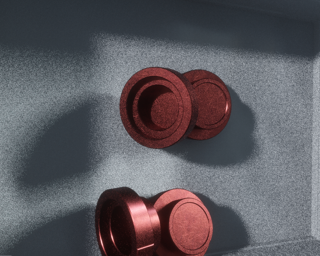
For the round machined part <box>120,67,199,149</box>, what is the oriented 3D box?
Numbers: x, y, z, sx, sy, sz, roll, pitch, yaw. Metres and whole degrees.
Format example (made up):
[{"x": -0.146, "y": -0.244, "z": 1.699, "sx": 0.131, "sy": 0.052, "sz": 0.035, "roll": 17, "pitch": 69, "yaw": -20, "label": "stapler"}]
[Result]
[{"x": 0.002, "y": -0.025, "z": 0.384, "sx": 0.042, "sy": 0.098, "sz": 0.097, "roll": -14, "pitch": 97, "yaw": -62, "label": "round machined part"}]

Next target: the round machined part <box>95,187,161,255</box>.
[{"x": -0.035, "y": 0.118, "z": 0.362, "sx": 0.042, "sy": 0.098, "sz": 0.097, "roll": -2, "pitch": 91, "yaw": -37, "label": "round machined part"}]

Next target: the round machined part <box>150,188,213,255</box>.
[{"x": 0.028, "y": 0.126, "z": 0.396, "sx": 0.099, "sy": 0.042, "sz": 0.098, "roll": 13, "pitch": 65, "yaw": -29, "label": "round machined part"}]

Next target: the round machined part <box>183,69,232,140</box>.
[{"x": 0.057, "y": -0.032, "z": 0.424, "sx": 0.099, "sy": 0.042, "sz": 0.097, "roll": 0, "pitch": 90, "yaw": -20, "label": "round machined part"}]
